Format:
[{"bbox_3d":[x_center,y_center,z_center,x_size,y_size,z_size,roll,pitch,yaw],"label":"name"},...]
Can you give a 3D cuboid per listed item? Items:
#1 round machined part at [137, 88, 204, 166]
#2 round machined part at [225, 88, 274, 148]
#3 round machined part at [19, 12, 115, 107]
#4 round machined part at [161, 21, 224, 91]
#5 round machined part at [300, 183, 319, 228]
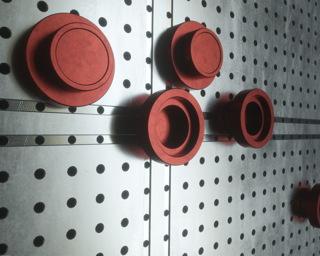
[{"bbox_3d":[0.010,-0.002,0.405,0.099,0.042,0.097,0,90,-40],"label":"round machined part"},{"bbox_3d":[0.146,-0.016,0.519,0.099,0.042,0.097,0,90,-40],"label":"round machined part"},{"bbox_3d":[-0.089,-0.071,0.323,0.099,0.042,0.097,0,90,-40],"label":"round machined part"},{"bbox_3d":[0.052,-0.103,0.440,0.099,0.042,0.097,0,90,-40],"label":"round machined part"},{"bbox_3d":[0.349,0.171,0.689,0.099,0.042,0.097,0,90,-40],"label":"round machined part"}]
